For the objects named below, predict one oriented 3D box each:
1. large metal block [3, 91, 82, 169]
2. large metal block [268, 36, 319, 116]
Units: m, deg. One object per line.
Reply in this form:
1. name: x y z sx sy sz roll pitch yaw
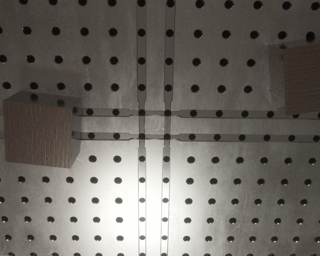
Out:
1. large metal block: -0.148 0.001 0.398 0.081 0.050 0.079 7 110 -3
2. large metal block: 0.183 -0.066 0.378 0.080 0.050 0.079 -10 110 3
